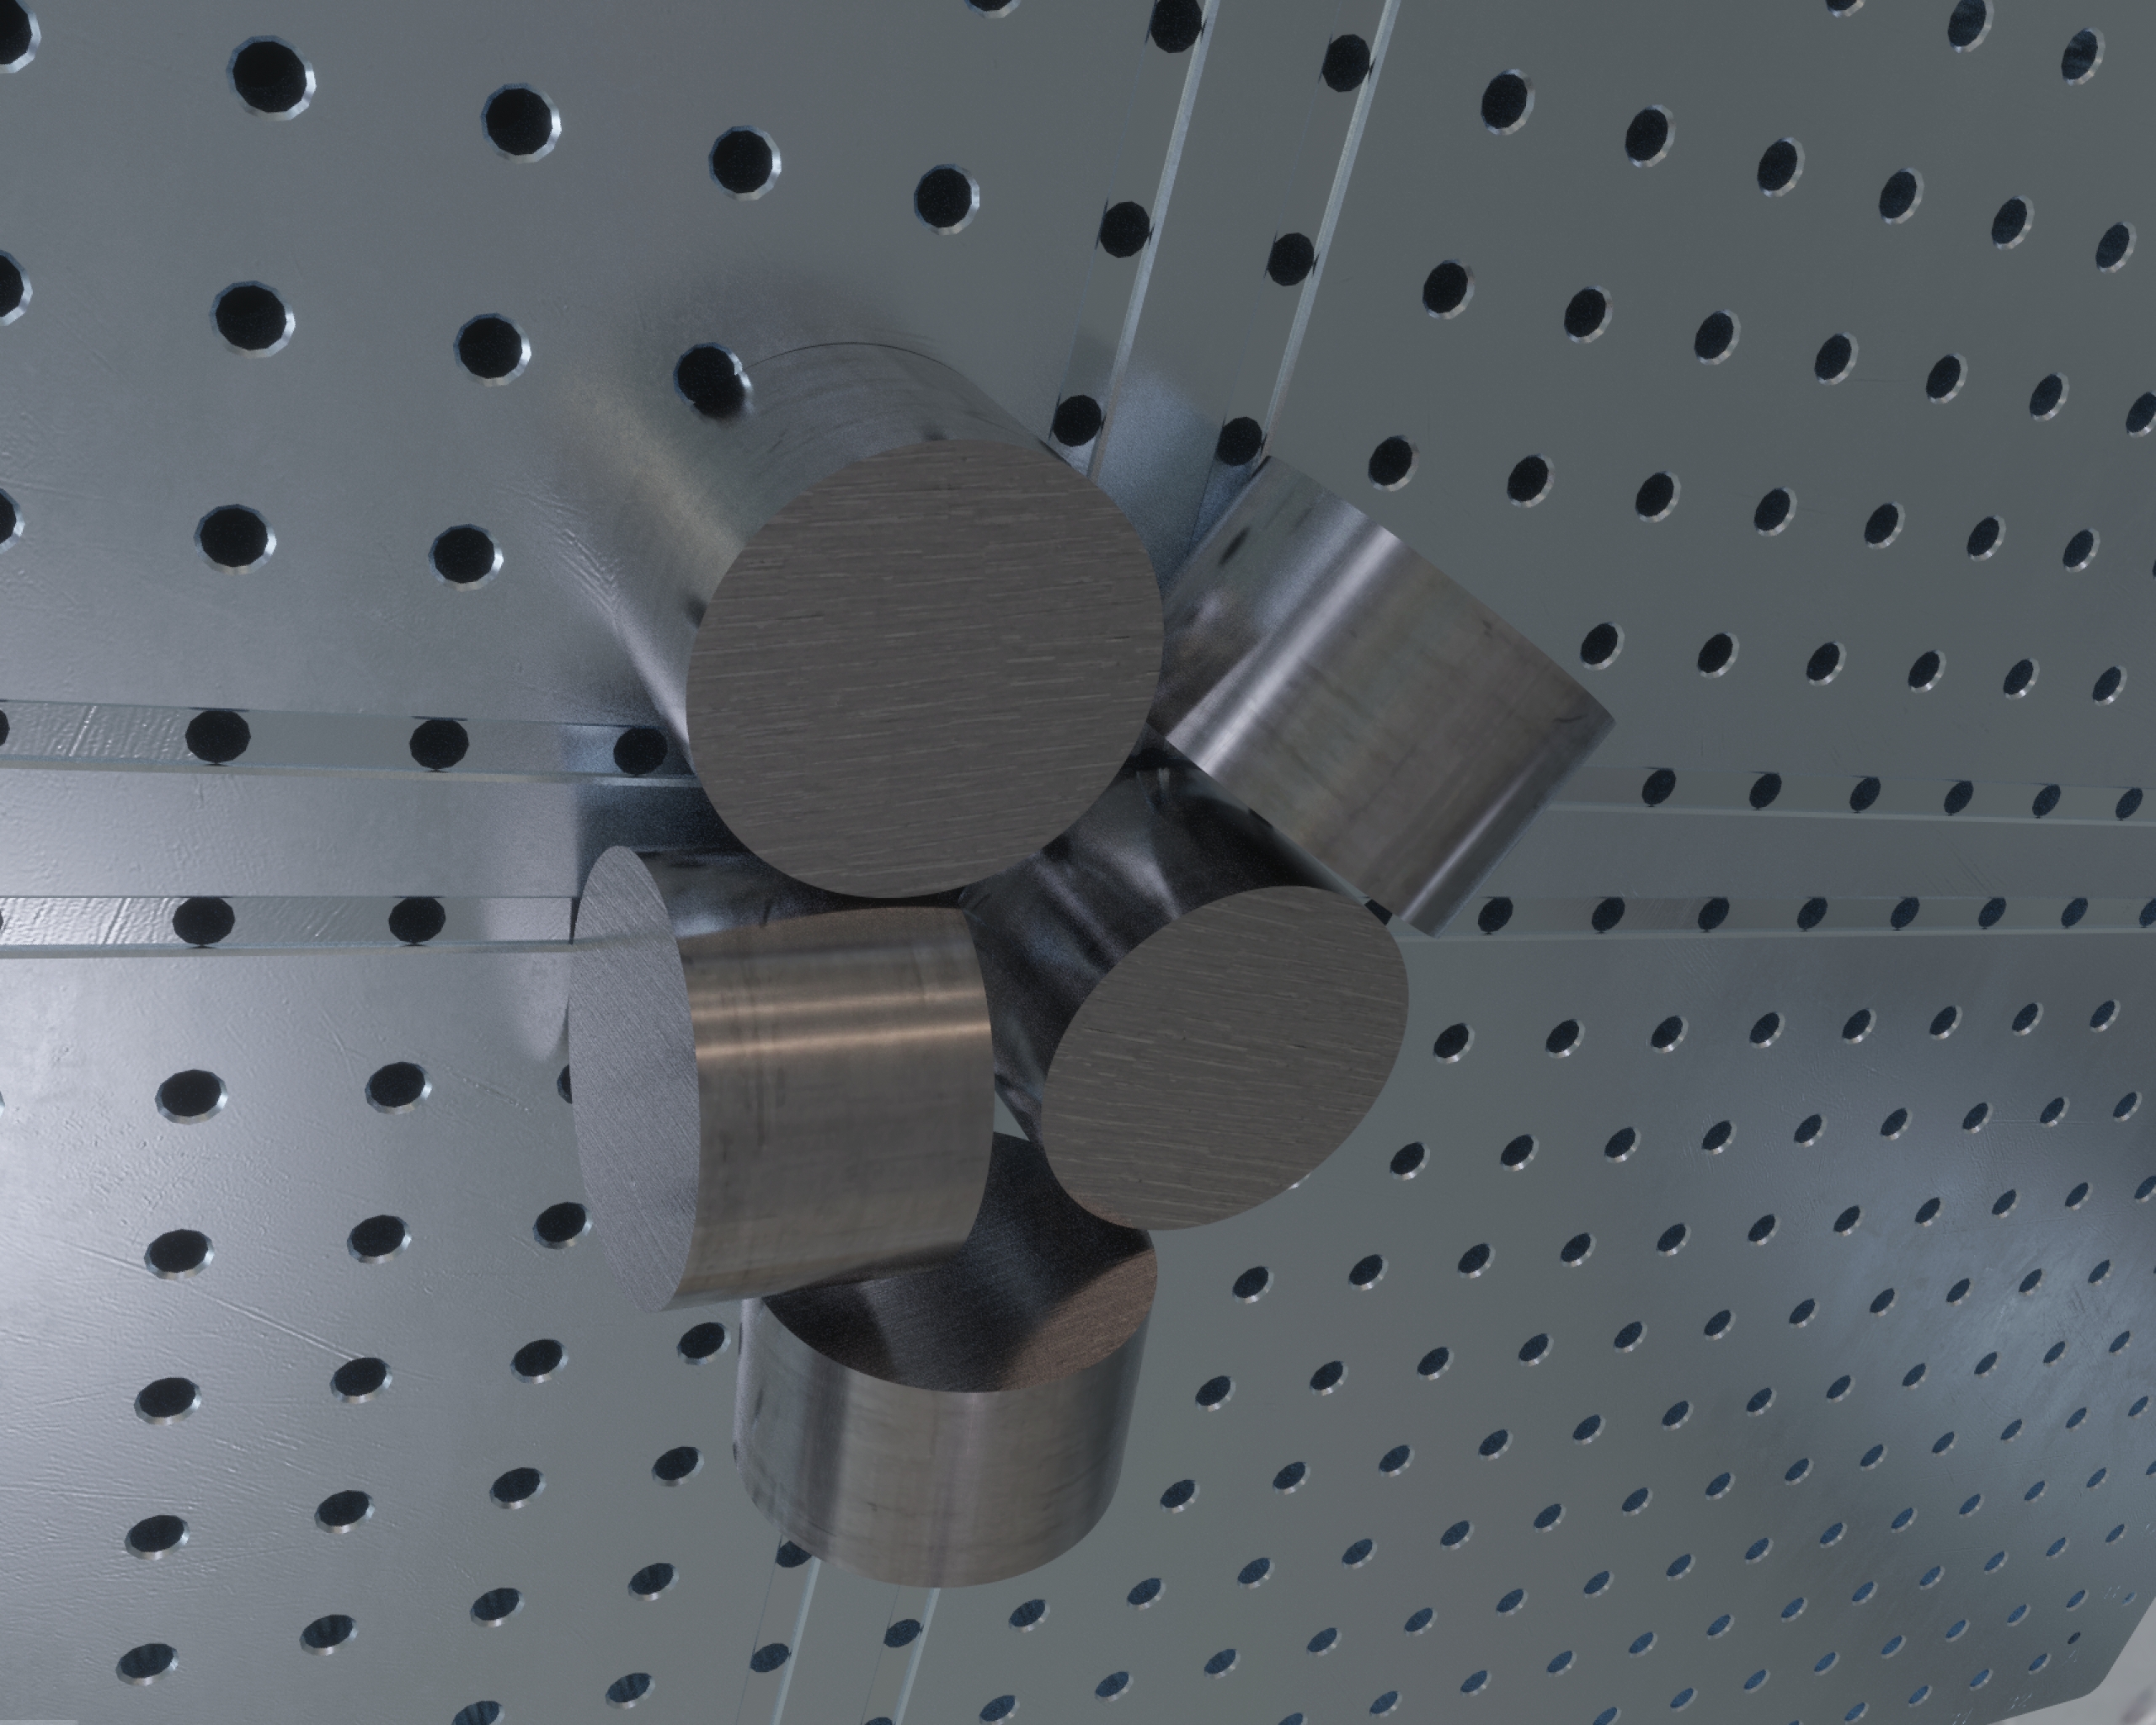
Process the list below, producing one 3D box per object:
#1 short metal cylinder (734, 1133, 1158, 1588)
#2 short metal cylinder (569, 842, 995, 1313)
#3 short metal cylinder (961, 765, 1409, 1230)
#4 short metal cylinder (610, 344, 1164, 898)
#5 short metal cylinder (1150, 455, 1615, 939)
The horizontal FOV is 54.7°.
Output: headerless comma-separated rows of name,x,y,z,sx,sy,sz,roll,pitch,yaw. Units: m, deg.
short metal cylinder,-0.027,0.097,0.420,0.081,0.080,0.050,-6,122,-25
short metal cylinder,-0.055,0.036,0.369,0.050,0.080,0.079,-3,120,-28
short metal cylinder,0.019,0.027,0.422,0.081,0.050,0.079,-14,125,-21
short metal cylinder,-0.033,-0.041,0.351,0.081,0.050,0.079,-13,124,-20
short metal cylinder,0.051,-0.030,0.384,0.080,0.080,0.050,32,100,-38
